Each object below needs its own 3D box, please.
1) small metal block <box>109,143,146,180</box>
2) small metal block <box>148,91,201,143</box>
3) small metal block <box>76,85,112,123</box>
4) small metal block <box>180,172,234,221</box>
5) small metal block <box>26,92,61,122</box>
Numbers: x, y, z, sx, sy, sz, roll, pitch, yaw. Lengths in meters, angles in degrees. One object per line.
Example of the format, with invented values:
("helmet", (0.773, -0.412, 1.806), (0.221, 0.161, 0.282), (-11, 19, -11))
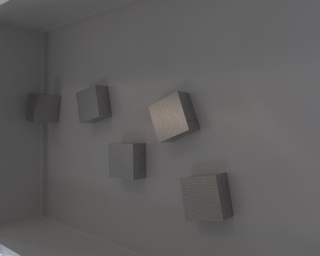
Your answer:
("small metal block", (-0.047, 0.047, 0.446), (0.050, 0.025, 0.050), (-1, 89, 40))
("small metal block", (0.017, -0.013, 0.393), (0.050, 0.025, 0.050), (-25, 74, 37))
("small metal block", (-0.106, -0.037, 0.495), (0.050, 0.025, 0.050), (-15, 81, 39))
("small metal block", (0.054, 0.080, 0.362), (0.050, 0.025, 0.050), (-13, 82, 39))
("small metal block", (-0.212, -0.037, 0.566), (0.025, 0.050, 0.050), (13, 98, 39))
